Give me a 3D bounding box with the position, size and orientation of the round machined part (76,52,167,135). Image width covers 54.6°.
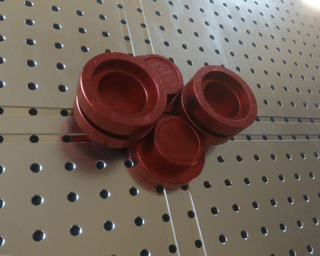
[{"bbox_3d":[-0.045,-0.035,0.352,0.099,0.042,0.098,13,56,-21],"label":"round machined part"}]

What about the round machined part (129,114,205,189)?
[{"bbox_3d":[0.015,0.024,0.389,0.099,0.042,0.098,13,56,-21],"label":"round machined part"}]

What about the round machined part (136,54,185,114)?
[{"bbox_3d":[-0.007,-0.063,0.431,0.099,0.042,0.098,13,56,-21],"label":"round machined part"}]

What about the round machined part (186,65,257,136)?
[{"bbox_3d":[0.078,-0.033,0.417,0.099,0.042,0.098,13,56,-21],"label":"round machined part"}]

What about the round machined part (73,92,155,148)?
[{"bbox_3d":[-0.056,-0.019,0.378,0.099,0.042,0.098,13,56,-21],"label":"round machined part"}]

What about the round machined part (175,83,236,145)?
[{"bbox_3d":[0.064,-0.019,0.442,0.099,0.042,0.098,13,56,-21],"label":"round machined part"}]
